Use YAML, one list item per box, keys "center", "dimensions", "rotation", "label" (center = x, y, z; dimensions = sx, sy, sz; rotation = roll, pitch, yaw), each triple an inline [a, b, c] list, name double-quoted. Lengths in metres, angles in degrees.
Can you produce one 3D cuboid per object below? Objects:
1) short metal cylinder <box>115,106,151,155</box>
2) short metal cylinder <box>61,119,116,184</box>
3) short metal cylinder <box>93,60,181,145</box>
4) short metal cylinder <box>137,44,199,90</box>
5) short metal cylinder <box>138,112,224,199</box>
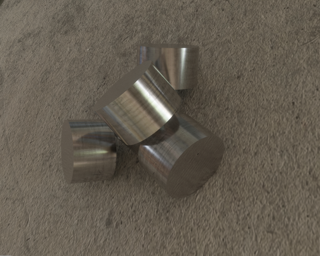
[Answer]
- center: [-0.018, -0.007, 0.403]
  dimensions: [0.080, 0.050, 0.080]
  rotation: [-13, 56, 20]
  label: "short metal cylinder"
- center: [-0.093, 0.029, 0.394]
  dimensions: [0.080, 0.050, 0.079]
  rotation: [7, 97, 62]
  label: "short metal cylinder"
- center: [-0.025, -0.027, 0.333]
  dimensions: [0.080, 0.050, 0.080]
  rotation: [-35, 21, 16]
  label: "short metal cylinder"
- center: [0.010, -0.083, 0.408]
  dimensions: [0.080, 0.081, 0.050]
  rotation: [15, 113, 34]
  label: "short metal cylinder"
- center: [0.023, 0.030, 0.339]
  dimensions: [0.080, 0.080, 0.050]
  rotation: [-47, 51, -4]
  label: "short metal cylinder"
